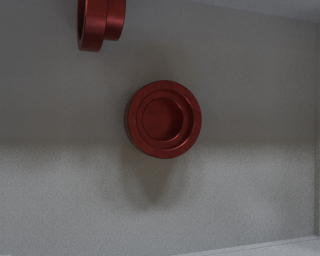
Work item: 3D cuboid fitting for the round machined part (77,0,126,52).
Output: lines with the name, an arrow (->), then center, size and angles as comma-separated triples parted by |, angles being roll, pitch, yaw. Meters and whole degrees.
round machined part -> -0.066, -0.134, 0.347 | 0.042, 0.098, 0.097 | 1, 90, -20

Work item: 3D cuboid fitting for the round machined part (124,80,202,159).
round machined part -> 0.001, -0.010, 0.402 | 0.099, 0.042, 0.097 | 0, 90, -20
